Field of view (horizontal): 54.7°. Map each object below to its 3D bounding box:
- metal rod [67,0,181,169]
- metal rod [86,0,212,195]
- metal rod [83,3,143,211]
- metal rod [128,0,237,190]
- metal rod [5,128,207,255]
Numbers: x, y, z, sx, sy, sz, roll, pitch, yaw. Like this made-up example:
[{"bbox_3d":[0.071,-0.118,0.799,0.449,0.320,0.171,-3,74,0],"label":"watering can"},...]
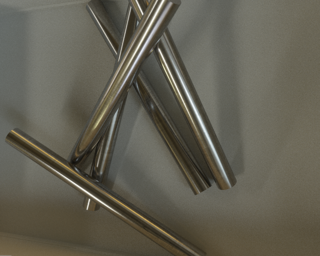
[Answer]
[{"bbox_3d":[-0.064,-0.025,0.367,0.025,0.025,0.298,48,129,13],"label":"metal rod"},{"bbox_3d":[-0.020,-0.049,0.416,0.025,0.025,0.299,-33,80,17],"label":"metal rod"},{"bbox_3d":[-0.060,-0.027,0.410,0.025,0.025,0.298,20,104,18],"label":"metal rod"},{"bbox_3d":[0.018,-0.059,0.340,0.025,0.025,0.299,-21,108,18],"label":"metal rod"},{"bbox_3d":[-0.075,0.090,0.407,0.301,0.025,0.025,32,101,6],"label":"metal rod"}]
